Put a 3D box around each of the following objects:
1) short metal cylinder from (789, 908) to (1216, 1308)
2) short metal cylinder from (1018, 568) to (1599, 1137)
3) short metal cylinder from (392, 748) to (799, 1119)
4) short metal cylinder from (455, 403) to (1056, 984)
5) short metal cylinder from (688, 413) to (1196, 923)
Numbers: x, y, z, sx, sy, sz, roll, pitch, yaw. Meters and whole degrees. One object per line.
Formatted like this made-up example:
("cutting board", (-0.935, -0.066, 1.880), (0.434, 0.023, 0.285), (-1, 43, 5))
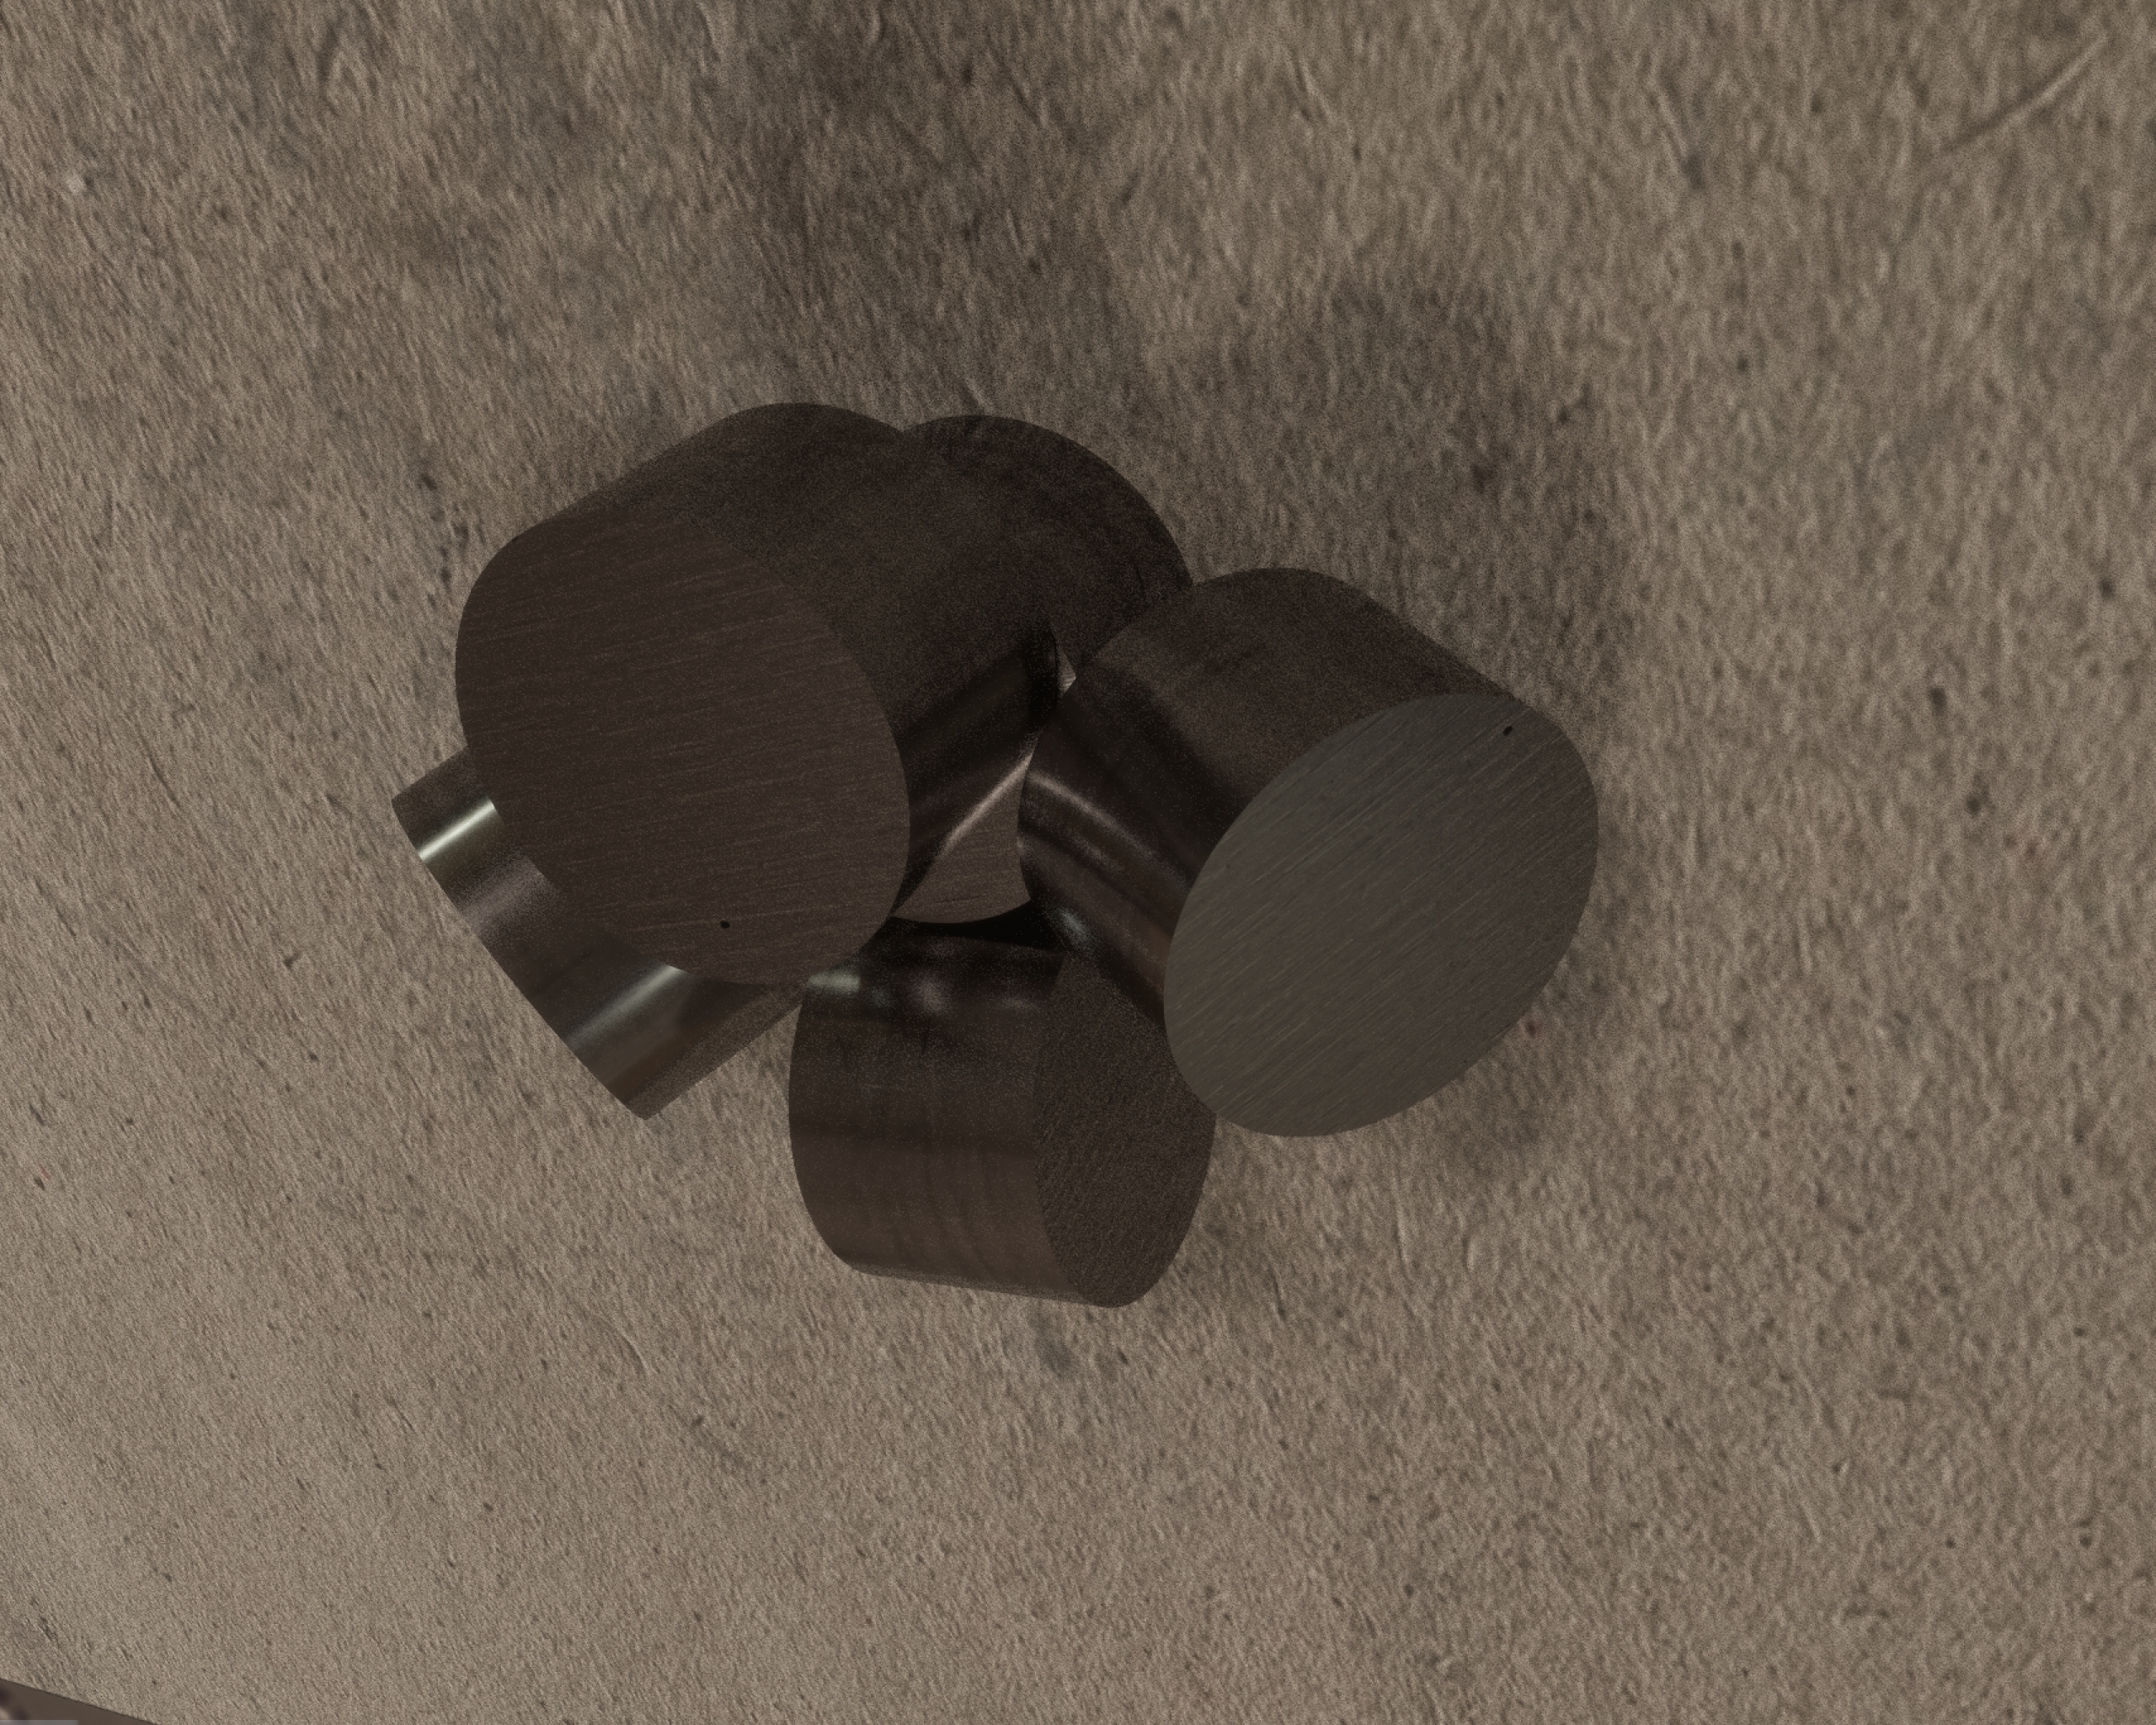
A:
("short metal cylinder", (-0.012, 0.043, 0.403), (0.050, 0.080, 0.079), (2, 119, 27))
("short metal cylinder", (0.037, -0.002, 0.343), (0.050, 0.081, 0.079), (46, 143, 49))
("short metal cylinder", (-0.089, 0.004, 0.414), (0.080, 0.050, 0.080), (51, 172, 11))
("short metal cylinder", (-0.051, -0.027, 0.335), (0.080, 0.050, 0.079), (13, 124, 20))
("short metal cylinder", (-0.023, -0.036, 0.381), (0.080, 0.050, 0.079), (13, 124, 20))
